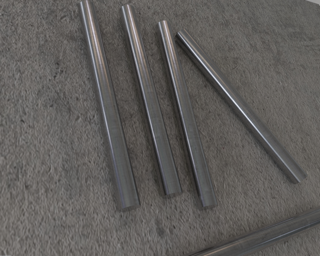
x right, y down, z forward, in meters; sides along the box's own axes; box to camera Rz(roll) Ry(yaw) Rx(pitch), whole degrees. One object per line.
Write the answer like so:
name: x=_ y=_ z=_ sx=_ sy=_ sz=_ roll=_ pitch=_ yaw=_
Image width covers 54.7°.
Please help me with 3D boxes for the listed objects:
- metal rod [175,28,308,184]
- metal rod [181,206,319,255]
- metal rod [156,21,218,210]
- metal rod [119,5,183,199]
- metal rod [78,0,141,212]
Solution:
metal rod: x=0.124 y=-0.040 z=0.494 sx=0.025 sy=0.025 sz=0.299 roll=-30 pitch=78 yaw=-38
metal rod: x=0.121 y=0.138 z=0.384 sx=0.303 sy=0.025 sz=0.025 roll=-6 pitch=65 yaw=-31
metal rod: x=0.032 y=-0.035 z=0.441 sx=0.025 sy=0.025 sz=0.299 roll=3 pitch=60 yaw=-27
metal rod: x=-0.018 y=-0.053 z=0.425 sx=0.025 sy=0.025 sz=0.299 roll=0 pitch=62 yaw=-28
metal rod: x=-0.070 y=-0.045 z=0.393 sx=0.025 sy=0.025 sz=0.299 roll=-2 pitch=63 yaw=-29
